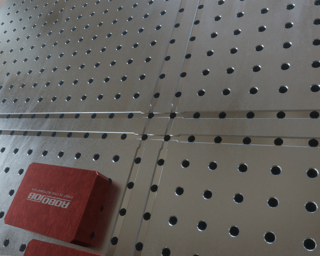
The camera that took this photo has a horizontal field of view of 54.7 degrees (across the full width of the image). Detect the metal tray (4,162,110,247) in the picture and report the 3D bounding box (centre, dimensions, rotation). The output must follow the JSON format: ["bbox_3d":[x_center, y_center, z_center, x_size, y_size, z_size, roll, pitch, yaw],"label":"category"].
[{"bbox_3d":[-0.139,0.099,0.418,0.130,0.030,0.090,3,63,29],"label":"metal tray"}]

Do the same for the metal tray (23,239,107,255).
[{"bbox_3d":[-0.109,0.184,0.350,0.130,0.030,0.090,0,61,28],"label":"metal tray"}]
